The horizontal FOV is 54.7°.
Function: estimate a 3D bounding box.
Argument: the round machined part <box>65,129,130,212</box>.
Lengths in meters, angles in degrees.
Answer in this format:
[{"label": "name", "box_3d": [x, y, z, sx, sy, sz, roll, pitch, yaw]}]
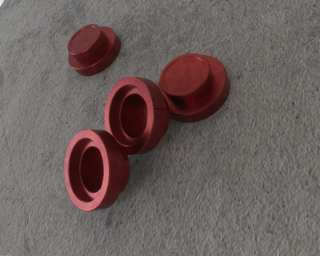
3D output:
[{"label": "round machined part", "box_3d": [-0.075, 0.051, 0.384, 0.098, 0.042, 0.097, -4, 85, 44]}]

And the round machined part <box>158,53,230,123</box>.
[{"label": "round machined part", "box_3d": [0.039, -0.059, 0.409, 0.098, 0.042, 0.098, -13, 56, 21]}]

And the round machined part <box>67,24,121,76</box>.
[{"label": "round machined part", "box_3d": [-0.122, -0.143, 0.545, 0.098, 0.042, 0.098, -13, 56, 21]}]

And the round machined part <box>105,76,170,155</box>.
[{"label": "round machined part", "box_3d": [-0.026, -0.015, 0.397, 0.098, 0.042, 0.097, -1, 89, 45]}]
